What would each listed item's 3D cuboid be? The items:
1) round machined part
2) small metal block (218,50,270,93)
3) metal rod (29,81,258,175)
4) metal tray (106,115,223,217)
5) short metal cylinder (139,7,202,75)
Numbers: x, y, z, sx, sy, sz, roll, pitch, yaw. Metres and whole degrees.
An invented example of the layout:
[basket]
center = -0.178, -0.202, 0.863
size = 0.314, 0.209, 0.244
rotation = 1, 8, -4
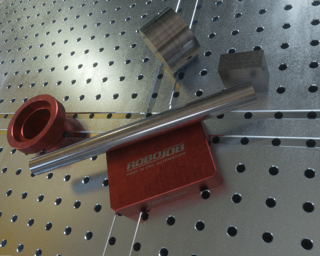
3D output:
[round machined part]
center = -0.191, -0.002, 0.496
size = 0.098, 0.042, 0.098
rotation = -13, 56, 20
[small metal block]
center = 0.103, -0.067, 0.378
size = 0.050, 0.050, 0.025
rotation = 0, 62, 28
[metal rod]
center = -0.033, 0.006, 0.381
size = 0.301, 0.025, 0.025
rotation = -19, 55, 16
[metal tray]
center = 0.000, 0.044, 0.377
size = 0.130, 0.030, 0.090
rotation = -22, 54, 14
[short metal cylinder]
center = 0.014, -0.122, 0.439
size = 0.050, 0.080, 0.080
rotation = -38, 51, 2
